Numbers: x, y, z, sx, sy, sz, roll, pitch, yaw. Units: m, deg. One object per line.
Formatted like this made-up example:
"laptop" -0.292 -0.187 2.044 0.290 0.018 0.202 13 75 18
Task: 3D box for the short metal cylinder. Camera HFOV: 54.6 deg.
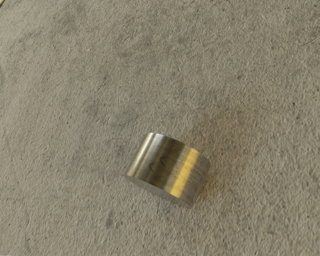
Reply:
"short metal cylinder" 0.008 0.047 0.336 0.080 0.080 0.050 15 70 34
